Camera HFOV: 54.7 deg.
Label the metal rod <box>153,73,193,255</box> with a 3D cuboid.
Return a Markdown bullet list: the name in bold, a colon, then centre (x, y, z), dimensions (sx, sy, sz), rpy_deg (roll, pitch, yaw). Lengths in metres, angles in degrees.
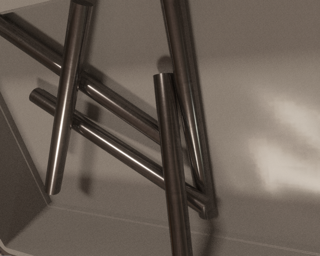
- **metal rod**: centre (0.020, 0.085, 0.370), dimensions (0.025, 0.025, 0.298), rpy_deg (-6, 91, 30)

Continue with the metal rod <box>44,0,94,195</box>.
- **metal rod**: centre (-0.130, -0.021, 0.423), dimensions (0.025, 0.025, 0.298), rpy_deg (27, 122, 11)

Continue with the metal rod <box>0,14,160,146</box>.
- **metal rod**: centre (-0.107, -0.064, 0.422), dimensions (0.301, 0.025, 0.025), rpy_deg (34, 129, 5)

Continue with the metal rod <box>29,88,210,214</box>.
- **metal rod**: centre (-0.066, 0.025, 0.439), dimensions (0.301, 0.025, 0.025), rpy_deg (31, 129, 14)

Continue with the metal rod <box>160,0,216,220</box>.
- **metal rod**: centre (0.040, -0.007, 0.382), dimensions (0.025, 0.025, 0.298), rpy_deg (2, 120, 27)
